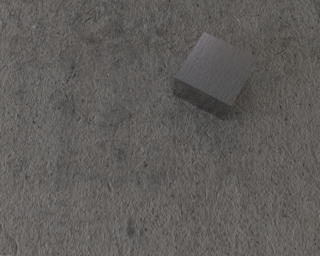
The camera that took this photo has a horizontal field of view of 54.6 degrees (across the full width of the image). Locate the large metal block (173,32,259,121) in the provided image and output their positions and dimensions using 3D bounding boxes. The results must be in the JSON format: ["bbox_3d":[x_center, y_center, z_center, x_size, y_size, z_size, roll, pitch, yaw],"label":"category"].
[{"bbox_3d":[0.073,-0.069,0.421,0.080,0.050,0.080,29,73,10],"label":"large metal block"}]
